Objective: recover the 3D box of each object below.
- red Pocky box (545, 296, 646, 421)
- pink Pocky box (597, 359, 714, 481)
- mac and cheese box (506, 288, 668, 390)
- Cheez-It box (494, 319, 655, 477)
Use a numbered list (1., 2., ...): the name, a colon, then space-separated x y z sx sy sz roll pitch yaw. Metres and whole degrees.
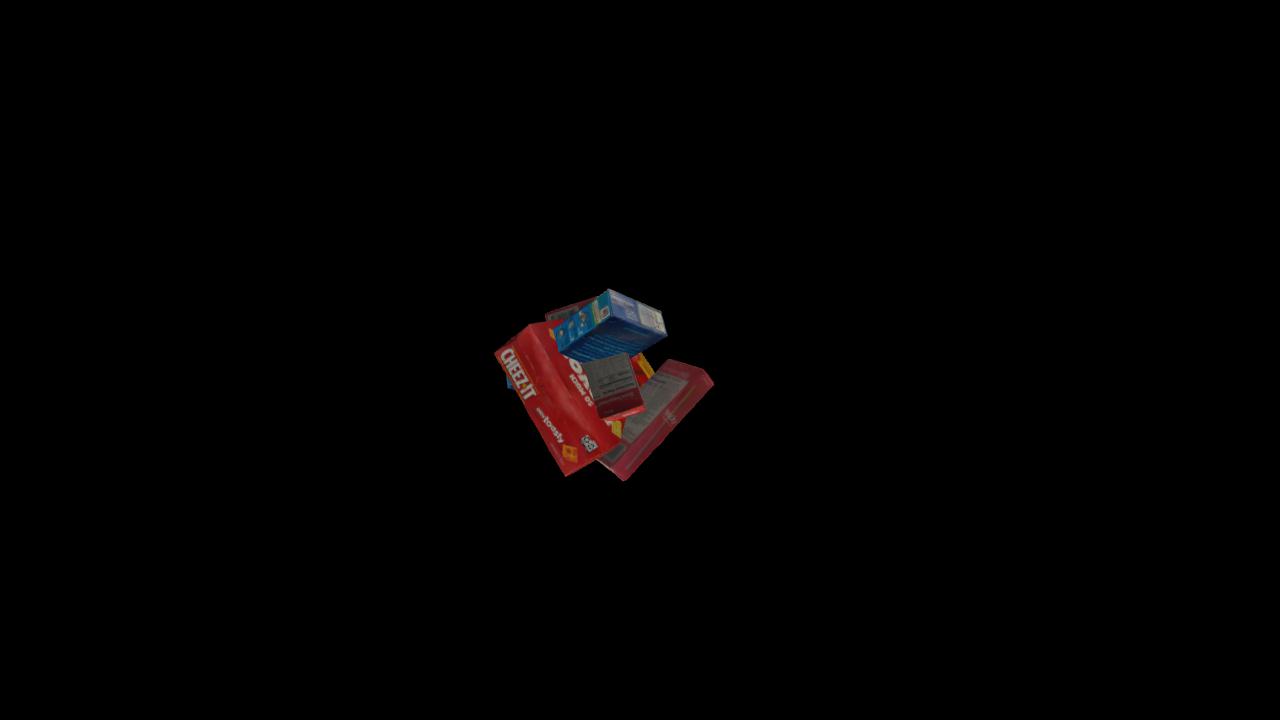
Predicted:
1. red Pocky box: -0.054 0.002 0.719 0.083 0.155 0.028 -18 -25 -1
2. pink Pocky box: 0.010 0.066 0.720 0.029 0.155 0.084 49 -14 -24
3. mac and cheese box: -0.066 -0.012 0.721 0.184 0.041 0.093 -31 -30 33
4. Cheez-It box: -0.058 0.030 0.769 0.071 0.166 0.223 -34 -5 24
